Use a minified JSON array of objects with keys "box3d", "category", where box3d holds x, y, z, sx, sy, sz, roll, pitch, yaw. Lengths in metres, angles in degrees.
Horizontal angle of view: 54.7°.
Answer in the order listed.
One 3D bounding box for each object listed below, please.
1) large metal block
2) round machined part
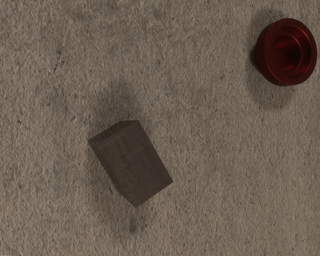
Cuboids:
[{"box3d":[-0.038,0.038,0.367,0.050,0.080,0.080,-32,101,-17],"category":"large metal block"},{"box3d":[0.185,-0.111,0.470,0.099,0.042,0.097,0,90,-21],"category":"round machined part"}]
